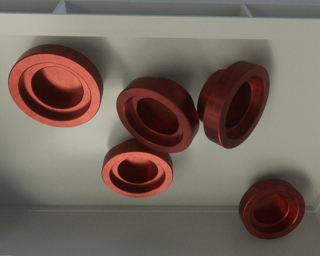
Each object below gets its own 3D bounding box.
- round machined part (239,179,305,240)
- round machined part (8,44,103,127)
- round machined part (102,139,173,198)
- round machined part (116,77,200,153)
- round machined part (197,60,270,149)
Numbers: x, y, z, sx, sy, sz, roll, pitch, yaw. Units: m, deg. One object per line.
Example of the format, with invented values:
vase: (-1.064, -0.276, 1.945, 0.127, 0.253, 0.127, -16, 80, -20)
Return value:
round machined part: (0.173, 0.124, 0.492, 0.099, 0.042, 0.097, -2, 109, -6)
round machined part: (-0.114, -0.051, 0.353, 0.099, 0.042, 0.097, -1, 130, 0)
round machined part: (-0.031, 0.053, 0.443, 0.099, 0.042, 0.097, -1, 130, 0)
round machined part: (0.001, -0.020, 0.364, 0.098, 0.042, 0.097, 21, 141, 19)
round machined part: (0.080, -0.029, 0.352, 0.099, 0.042, 0.097, -28, 132, -36)
